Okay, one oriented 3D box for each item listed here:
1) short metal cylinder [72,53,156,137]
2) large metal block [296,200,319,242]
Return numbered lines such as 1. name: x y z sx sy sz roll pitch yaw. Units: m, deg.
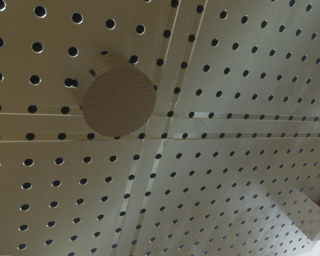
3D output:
1. short metal cylinder: -0.051 -0.037 0.344 0.081 0.050 0.079 -14 124 -21
2. large metal block: 0.390 0.221 0.744 0.081 0.050 0.079 6 116 -31
